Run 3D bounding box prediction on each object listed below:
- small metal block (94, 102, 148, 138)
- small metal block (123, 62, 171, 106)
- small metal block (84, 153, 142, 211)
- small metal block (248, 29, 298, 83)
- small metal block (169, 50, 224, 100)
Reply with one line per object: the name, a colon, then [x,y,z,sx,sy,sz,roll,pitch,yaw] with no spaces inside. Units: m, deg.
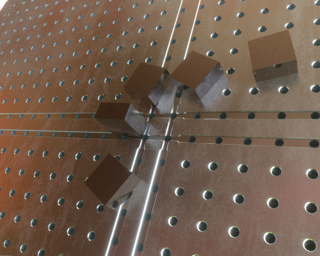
small metal block: [-0.053,-0.011,0.428,0.050,0.050,0.025,4,64,30]
small metal block: [-0.018,-0.066,0.459,0.050,0.025,0.050,21,73,36]
small metal block: [-0.061,0.069,0.399,0.050,0.025,0.050,34,81,38]
small metal block: [0.141,-0.090,0.390,0.050,0.025,0.050,-12,57,22]
small metal block: [0.050,-0.073,0.428,0.050,0.025,0.050,-49,51,-6]
